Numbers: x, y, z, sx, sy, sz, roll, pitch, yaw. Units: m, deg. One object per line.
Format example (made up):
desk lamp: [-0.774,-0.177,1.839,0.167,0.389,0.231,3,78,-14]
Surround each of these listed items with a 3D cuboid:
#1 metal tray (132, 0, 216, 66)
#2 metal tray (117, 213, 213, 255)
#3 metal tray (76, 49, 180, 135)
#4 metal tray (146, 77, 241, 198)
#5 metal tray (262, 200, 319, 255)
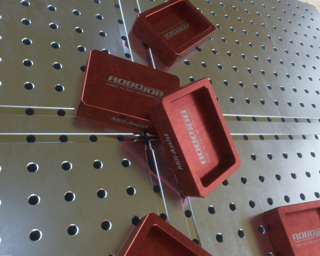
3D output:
metal tray: [0.027,-0.168,0.523,0.090,0.030,0.131,46,51,3]
metal tray: [0.016,0.162,0.315,0.130,0.030,0.090,37,51,-4]
metal tray: [-0.037,-0.045,0.414,0.131,0.030,0.090,14,56,-21]
metal tray: [0.047,0.011,0.394,0.091,0.030,0.129,-29,101,-38]
metal tray: [0.214,0.151,0.430,0.131,0.030,0.090,0,62,-28]
